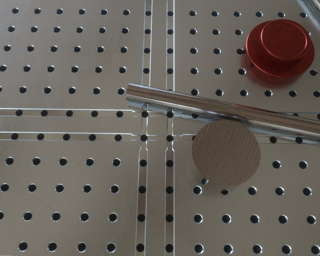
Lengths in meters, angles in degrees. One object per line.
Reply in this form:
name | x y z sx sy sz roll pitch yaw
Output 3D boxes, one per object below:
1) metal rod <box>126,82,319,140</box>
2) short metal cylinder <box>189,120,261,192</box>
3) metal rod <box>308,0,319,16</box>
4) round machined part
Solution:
metal rod | 0.103 -0.020 0.419 0.302 0.025 0.025 12 71 4
short metal cylinder | 0.077 0.036 0.386 0.081 0.050 0.080 0 70 0
metal rod | 0.264 -0.172 0.476 0.025 0.025 0.299 -23 72 -8
round machined part | 0.174 -0.116 0.446 0.099 0.042 0.098 0 70 0
